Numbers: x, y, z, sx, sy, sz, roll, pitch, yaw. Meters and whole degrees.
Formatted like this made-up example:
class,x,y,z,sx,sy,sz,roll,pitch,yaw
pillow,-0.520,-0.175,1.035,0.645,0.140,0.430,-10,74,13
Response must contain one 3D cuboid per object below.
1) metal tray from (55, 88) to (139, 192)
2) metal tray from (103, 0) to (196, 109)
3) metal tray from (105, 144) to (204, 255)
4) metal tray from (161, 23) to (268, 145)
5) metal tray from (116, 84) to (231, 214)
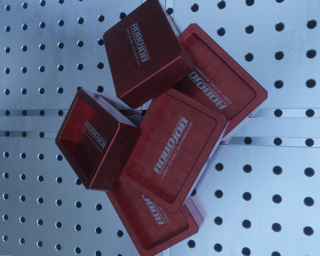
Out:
class,x,y,z,sx,sy,sz,roll,pitch,yaw
metal tray,-0.088,0.011,0.407,0.130,0.030,0.090,37,103,47
metal tray,-0.019,-0.096,0.384,0.090,0.030,0.130,-32,50,16
metal tray,-0.014,0.095,0.414,0.090,0.030,0.130,-34,79,16
metal tray,0.057,-0.054,0.389,0.090,0.030,0.130,-45,77,14
metal tray,0.014,0.024,0.372,0.090,0.030,0.129,30,99,17
